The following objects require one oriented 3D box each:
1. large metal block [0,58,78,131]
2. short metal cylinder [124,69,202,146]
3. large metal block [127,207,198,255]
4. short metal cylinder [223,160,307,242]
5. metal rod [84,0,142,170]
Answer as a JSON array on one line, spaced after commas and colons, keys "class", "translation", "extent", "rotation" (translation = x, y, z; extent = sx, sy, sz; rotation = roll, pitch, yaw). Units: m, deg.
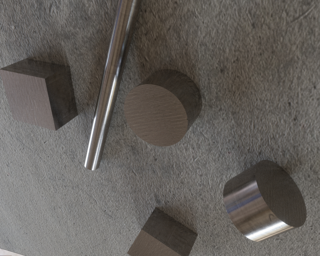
[{"class": "large metal block", "translation": [-0.174, -0.050, 0.451], "extent": [0.080, 0.050, 0.079], "rotation": [13, 124, 20]}, {"class": "short metal cylinder", "translation": [0.004, -0.025, 0.373], "extent": [0.080, 0.050, 0.079], "rotation": [13, 124, 21]}, {"class": "large metal block", "translation": [0.003, 0.190, 0.507], "extent": [0.080, 0.050, 0.079], "rotation": [32, 129, 7]}, {"class": "short metal cylinder", "translation": [0.121, 0.084, 0.360], "extent": [0.080, 0.080, 0.050], "rotation": [44, 129, -3]}, {"class": "metal rod", "translation": [-0.067, -0.051, 0.410], "extent": [0.025, 0.025, 0.298], "rotation": [29, 128, 10]}]
